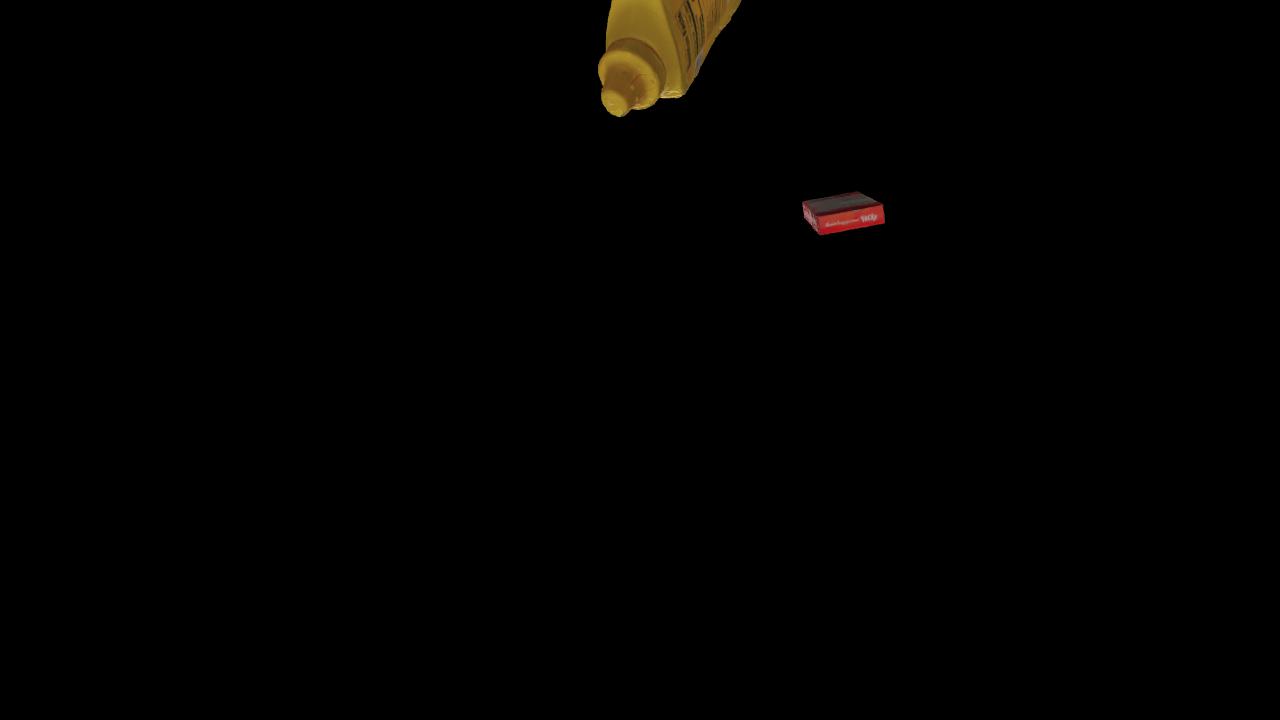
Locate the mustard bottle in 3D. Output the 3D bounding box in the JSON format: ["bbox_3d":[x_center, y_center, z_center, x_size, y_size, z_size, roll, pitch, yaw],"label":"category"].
[{"bbox_3d":[0.020,-0.227,0.407,0.054,0.184,0.092,16,-26,19],"label":"mustard bottle"}]

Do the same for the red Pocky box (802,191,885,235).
[{"bbox_3d":[0.272,-0.201,0.836,0.083,0.028,0.155,-7,20,10],"label":"red Pocky box"}]
